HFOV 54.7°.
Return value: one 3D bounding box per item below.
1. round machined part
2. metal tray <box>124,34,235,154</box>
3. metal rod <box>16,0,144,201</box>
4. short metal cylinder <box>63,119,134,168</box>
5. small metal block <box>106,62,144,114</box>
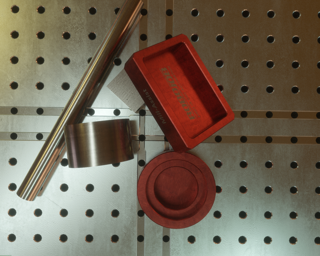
[{"bbox_3d":[0.021,0.077,0.405,0.099,0.042,0.097,0,90,-1],"label":"round machined part"},{"bbox_3d":[0.027,-0.045,0.390,0.091,0.030,0.130,-31,90,-32],"label":"metal tray"},{"bbox_3d":[-0.105,-0.040,0.411,0.025,0.025,0.299,29,90,-1],"label":"metal rod"},{"bbox_3d":[-0.075,0.018,0.385,0.081,0.080,0.050,-7,90,0],"label":"short metal cylinder"},{"bbox_3d":[-0.034,-0.055,0.413,0.050,0.025,0.050,43,90,-1],"label":"small metal block"}]
